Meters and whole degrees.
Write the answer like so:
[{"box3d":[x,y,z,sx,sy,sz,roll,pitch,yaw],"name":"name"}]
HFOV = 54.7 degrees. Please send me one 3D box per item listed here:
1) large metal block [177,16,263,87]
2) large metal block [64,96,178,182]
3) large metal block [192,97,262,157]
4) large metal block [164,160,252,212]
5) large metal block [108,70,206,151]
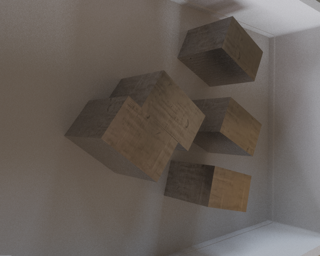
[{"box3d":[0.087,-0.105,0.446,0.080,0.080,0.050,33,70,-36],"name":"large metal block"},{"box3d":[-0.042,0.012,0.337,0.080,0.080,0.050,44,64,-32],"name":"large metal block"},{"box3d":[0.084,0.000,0.444,0.080,0.080,0.050,33,70,-36],"name":"large metal block"},{"box3d":[0.066,0.080,0.429,0.080,0.080,0.050,19,78,-39],"name":"large metal block"},{"box3d":[-0.008,-0.018,0.366,0.080,0.080,0.050,43,64,-32],"name":"large metal block"}]
